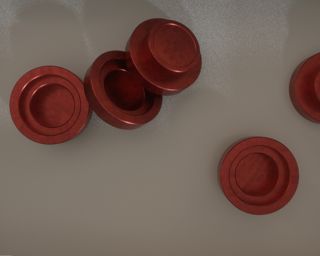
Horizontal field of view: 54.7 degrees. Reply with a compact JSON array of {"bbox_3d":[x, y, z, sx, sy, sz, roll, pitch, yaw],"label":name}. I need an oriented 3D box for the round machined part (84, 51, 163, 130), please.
[{"bbox_3d":[-0.049,-0.043,0.386,0.099,0.042,0.098,17,60,-32],"label":"round machined part"}]

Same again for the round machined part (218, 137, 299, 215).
[{"bbox_3d":[0.124,0.059,0.405,0.099,0.042,0.097,0,90,-1],"label":"round machined part"}]

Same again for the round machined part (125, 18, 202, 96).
[{"bbox_3d":[0.010,-0.093,0.383,0.099,0.042,0.098,7,73,-23],"label":"round machined part"}]

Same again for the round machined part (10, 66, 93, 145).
[{"bbox_3d":[-0.136,-0.028,0.401,0.099,0.042,0.097,0,90,-1],"label":"round machined part"}]

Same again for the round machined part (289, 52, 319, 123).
[{"bbox_3d":[0.227,-0.054,0.406,0.099,0.042,0.097,0,90,-1],"label":"round machined part"}]
